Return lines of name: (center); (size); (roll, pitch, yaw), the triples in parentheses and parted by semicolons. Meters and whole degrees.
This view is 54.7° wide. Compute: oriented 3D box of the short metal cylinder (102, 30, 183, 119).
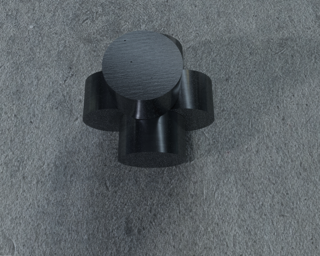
short metal cylinder: (-0.017, -0.055, 0.331); (0.081, 0.050, 0.080); (0, 70, 0)

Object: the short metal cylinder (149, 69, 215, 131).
short metal cylinder: (0.027, -0.032, 0.392); (0.081, 0.080, 0.050); (0, 70, -1)

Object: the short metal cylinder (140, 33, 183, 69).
short metal cylinder: (-0.009, -0.080, 0.409); (0.081, 0.080, 0.050); (-2, 70, -1)

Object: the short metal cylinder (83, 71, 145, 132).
short metal cylinder: (-0.055, -0.031, 0.391); (0.081, 0.080, 0.050); (-1, 70, -1)

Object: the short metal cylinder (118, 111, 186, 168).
short metal cylinder: (-0.009, 0.015, 0.374); (0.081, 0.080, 0.050); (0, 70, -1)
